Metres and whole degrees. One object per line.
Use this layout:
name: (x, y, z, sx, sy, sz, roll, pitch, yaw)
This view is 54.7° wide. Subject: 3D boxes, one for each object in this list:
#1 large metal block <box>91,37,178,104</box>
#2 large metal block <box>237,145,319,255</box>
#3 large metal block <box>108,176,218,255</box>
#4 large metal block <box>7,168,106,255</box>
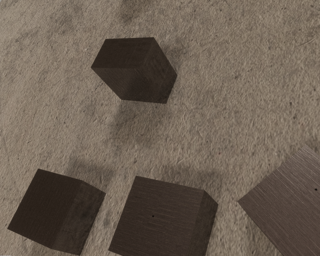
large metal block: (-0.034, -0.079, 0.433, 0.080, 0.080, 0.050, 8, 66, 31)
large metal block: (0.130, 0.076, 0.272, 0.080, 0.050, 0.080, -40, 51, 1)
large metal block: (0.006, 0.102, 0.321, 0.080, 0.050, 0.080, 6, 65, 30)
large metal block: (-0.128, 0.104, 0.389, 0.080, 0.050, 0.080, 7, 65, 31)
